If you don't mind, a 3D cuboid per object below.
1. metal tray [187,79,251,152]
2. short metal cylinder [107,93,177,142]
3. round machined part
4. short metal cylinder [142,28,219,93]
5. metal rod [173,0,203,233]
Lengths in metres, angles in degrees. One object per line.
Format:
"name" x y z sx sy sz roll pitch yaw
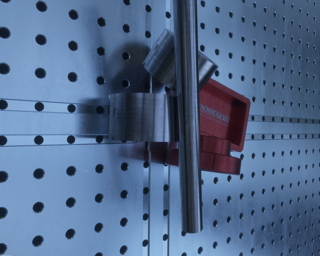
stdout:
"metal tray" 0.084 -0.020 0.476 0.131 0.030 0.090 19 78 -38
"short metal cylinder" -0.019 -0.010 0.357 0.081 0.080 0.050 3 89 -40
"round machined part" 0.058 0.035 0.410 0.099 0.098 0.042 15 80 -39
"short metal cylinder" 0.025 -0.079 0.385 0.080 0.080 0.050 22 113 -38
"metal rod" 0.030 -0.030 0.337 0.025 0.025 0.298 -11 103 -40
